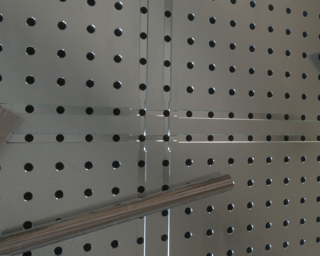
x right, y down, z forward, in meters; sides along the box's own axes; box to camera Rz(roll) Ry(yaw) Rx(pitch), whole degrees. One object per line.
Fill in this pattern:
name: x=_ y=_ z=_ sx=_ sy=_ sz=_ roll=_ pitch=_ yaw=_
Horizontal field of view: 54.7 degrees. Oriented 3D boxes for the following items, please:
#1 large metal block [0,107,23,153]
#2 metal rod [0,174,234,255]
large metal block: x=-0.205 y=0.003 z=0.324 sx=0.080 sy=0.050 sz=0.080 roll=32 pitch=79 yaw=-18
metal rod: x=-0.040 y=0.106 z=0.399 sx=0.303 sy=0.025 sz=0.025 roll=-11 pitch=94 yaw=-20
